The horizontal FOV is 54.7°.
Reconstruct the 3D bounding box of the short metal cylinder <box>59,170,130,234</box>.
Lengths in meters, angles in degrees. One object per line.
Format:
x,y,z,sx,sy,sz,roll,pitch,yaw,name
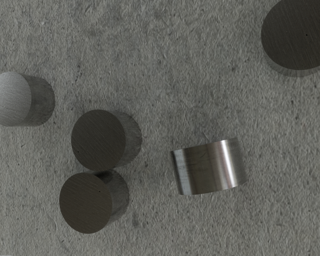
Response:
-0.089,0.098,0.427,0.080,0.050,0.080,0,90,20,short metal cylinder

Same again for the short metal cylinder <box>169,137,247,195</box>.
0.055,0.043,0.360,0.080,0.080,0.050,-13,86,19,short metal cylinder

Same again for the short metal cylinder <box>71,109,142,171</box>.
-0.072,0.016,0.421,0.080,0.050,0.080,0,90,20,short metal cylinder

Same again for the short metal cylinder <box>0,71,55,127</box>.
-0.209,-0.042,0.469,0.080,0.050,0.080,0,90,20,short metal cylinder

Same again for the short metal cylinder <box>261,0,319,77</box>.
0.154,-0.099,0.341,0.080,0.050,0.080,0,90,20,short metal cylinder
